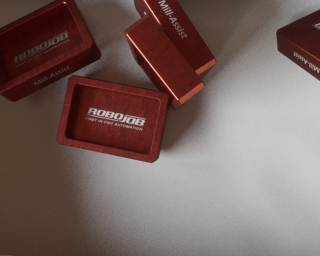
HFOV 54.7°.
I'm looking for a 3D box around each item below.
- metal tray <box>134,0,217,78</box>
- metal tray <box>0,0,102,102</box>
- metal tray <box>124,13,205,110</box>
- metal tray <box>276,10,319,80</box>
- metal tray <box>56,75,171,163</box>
[{"bbox_3d":[0.014,-0.118,0.378,0.030,0.090,0.130,-33,90,0],"label":"metal tray"},{"bbox_3d":[-0.151,-0.101,0.392,0.130,0.030,0.090,-27,70,0],"label":"metal tray"},{"bbox_3d":[0.004,-0.067,0.359,0.030,0.130,0.090,-38,90,0],"label":"metal tray"},{"bbox_3d":[0.214,-0.098,0.367,0.090,0.130,0.030,-26,132,0],"label":"metal tray"},{"bbox_3d":[-0.059,-0.012,0.402,0.131,0.030,0.089,11,90,4],"label":"metal tray"}]
